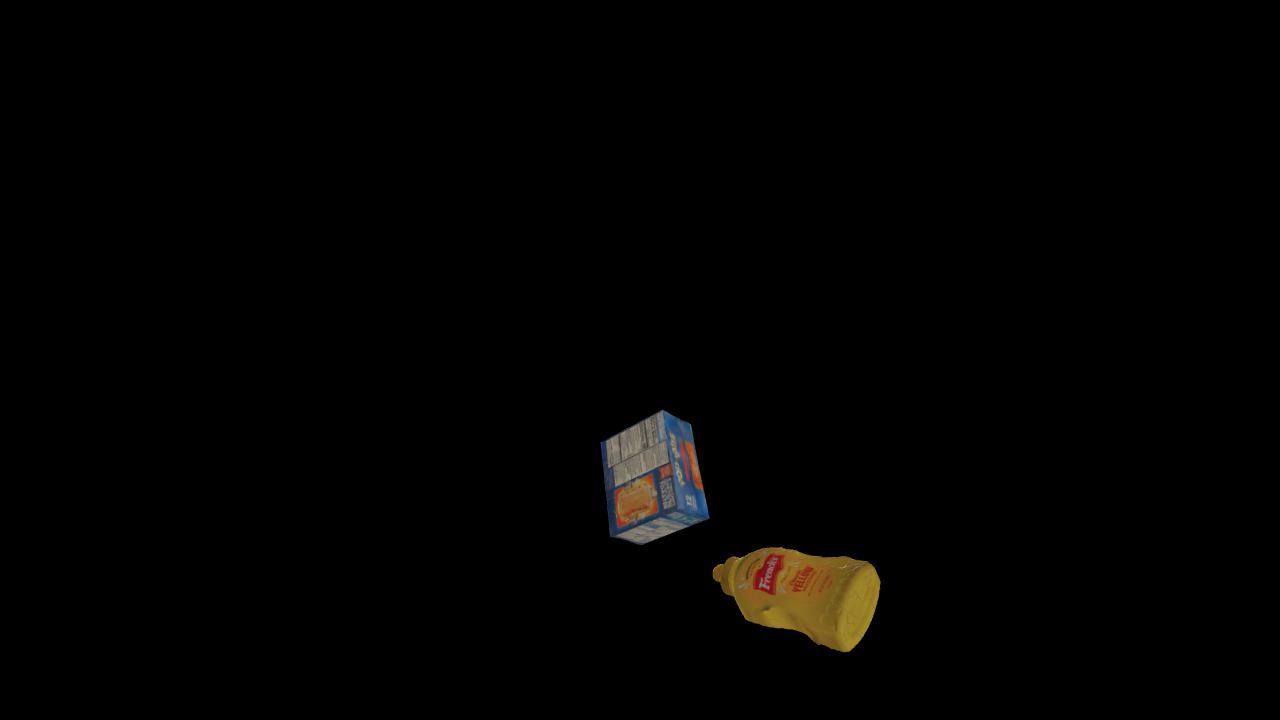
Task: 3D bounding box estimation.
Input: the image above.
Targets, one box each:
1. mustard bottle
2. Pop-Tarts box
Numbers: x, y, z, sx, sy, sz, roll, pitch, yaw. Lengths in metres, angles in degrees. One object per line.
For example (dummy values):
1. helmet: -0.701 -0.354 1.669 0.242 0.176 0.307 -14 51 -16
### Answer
1. mustard bottle: 0.149 0.241 0.649 0.184 0.054 0.092 -7 36 49
2. Pop-Tarts box: 0.020 0.191 0.991 0.141 0.167 0.083 -31 -39 30
